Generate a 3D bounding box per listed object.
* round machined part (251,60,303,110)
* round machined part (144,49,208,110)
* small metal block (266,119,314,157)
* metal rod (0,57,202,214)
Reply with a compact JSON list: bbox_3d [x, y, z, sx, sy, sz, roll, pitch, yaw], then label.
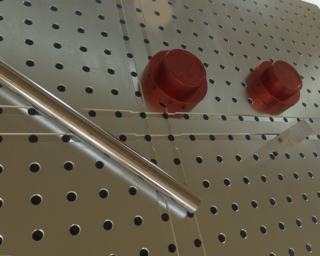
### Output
[{"bbox_3d":[0.219,-0.085,0.566,0.099,0.042,0.098,14,56,-21],"label":"round machined part"},{"bbox_3d":[0.029,-0.078,0.460,0.099,0.042,0.098,14,56,-21],"label":"round machined part"},{"bbox_3d":[0.206,0.016,0.493,0.050,0.050,0.025,-25,76,-37],"label":"small metal block"},{"bbox_3d":[-0.079,0.007,0.361,0.301,0.025,0.025,35,51,-5],"label":"metal rod"}]
